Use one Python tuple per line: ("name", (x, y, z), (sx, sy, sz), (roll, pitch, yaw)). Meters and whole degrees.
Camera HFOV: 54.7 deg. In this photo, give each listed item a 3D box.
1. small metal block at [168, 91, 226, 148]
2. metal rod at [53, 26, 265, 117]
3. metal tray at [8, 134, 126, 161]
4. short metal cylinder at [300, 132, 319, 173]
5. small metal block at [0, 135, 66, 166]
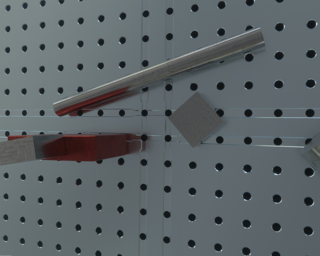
("small metal block", (0.048, -0.010, 0.395), (0.050, 0.025, 0.050), (-42, 77, 15))
("metal rod", (-0.015, -0.069, 0.416), (0.301, 0.025, 0.025), (-16, 85, 18))
("metal tray", (-0.123, 0.024, 0.419), (0.130, 0.090, 0.030), (0, 90, 19))
("short metal cylinder", (0.193, 0.019, 0.316), (0.080, 0.080, 0.050), (-45, 77, 14))
("small metal block", (-0.145, 0.024, 0.352), (0.050, 0.050, 0.025), (-10, 87, 19))
